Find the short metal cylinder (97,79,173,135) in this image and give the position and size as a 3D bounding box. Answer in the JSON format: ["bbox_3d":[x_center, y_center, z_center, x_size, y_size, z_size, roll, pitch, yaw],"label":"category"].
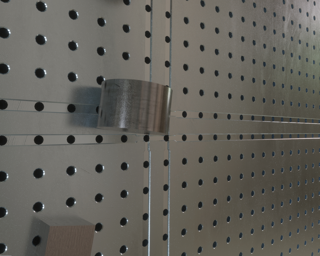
[{"bbox_3d":[-0.028,-0.021,0.350,0.081,0.080,0.050,9,84,-40],"label":"short metal cylinder"}]

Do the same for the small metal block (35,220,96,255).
[{"bbox_3d":[-0.100,0.125,0.325,0.050,0.025,0.050,14,81,-39],"label":"small metal block"}]
